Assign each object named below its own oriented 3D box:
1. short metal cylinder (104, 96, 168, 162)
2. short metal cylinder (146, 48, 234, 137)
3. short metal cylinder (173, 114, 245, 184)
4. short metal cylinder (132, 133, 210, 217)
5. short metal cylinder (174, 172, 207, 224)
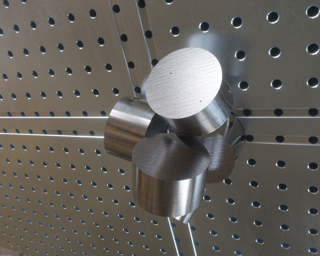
[{"bbox_3d":[-0.027,0.004,0.392,0.050,0.080,0.079,17,125,18],"label":"short metal cylinder"},{"bbox_3d":[0.032,-0.037,0.327,0.080,0.080,0.050,2,159,27],"label":"short metal cylinder"},{"bbox_3d":[0.057,0.020,0.376,0.080,0.050,0.079,13,123,21],"label":"short metal cylinder"},{"bbox_3d":[0.010,0.048,0.334,0.080,0.080,0.050,16,125,19],"label":"short metal cylinder"},{"bbox_3d":[0.015,0.084,0.412,0.080,0.050,0.080,31,171,6],"label":"short metal cylinder"}]
